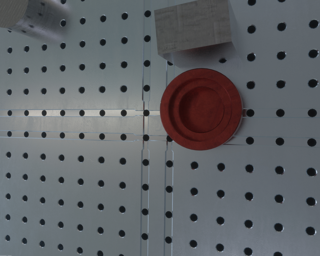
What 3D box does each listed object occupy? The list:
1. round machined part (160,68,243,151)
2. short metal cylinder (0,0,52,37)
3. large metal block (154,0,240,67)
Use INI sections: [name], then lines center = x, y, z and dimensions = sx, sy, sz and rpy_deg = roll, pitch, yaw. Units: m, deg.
[round machined part]
center = 0.053, -0.022, 0.385
dimensions = 0.098, 0.042, 0.097
rpy_deg = 0, 90, 20
[short metal cylinder]
center = -0.215, -0.186, 0.475
dimensions = 0.080, 0.050, 0.080
rpy_deg = 0, 90, 20
[large metal block]
center = 0.047, -0.109, 0.367
dimensions = 0.080, 0.080, 0.050
rpy_deg = -5, 88, 20
